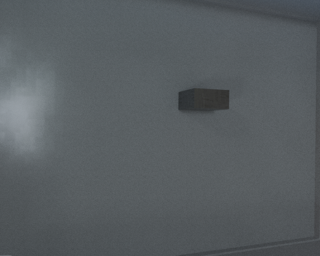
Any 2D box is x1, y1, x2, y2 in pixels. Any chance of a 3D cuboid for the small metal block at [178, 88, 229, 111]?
[{"bbox_3d":[0.058,-0.037,0.418,0.050,0.050,0.025,1,90,-20],"label":"small metal block"}]
